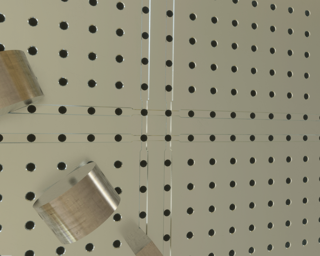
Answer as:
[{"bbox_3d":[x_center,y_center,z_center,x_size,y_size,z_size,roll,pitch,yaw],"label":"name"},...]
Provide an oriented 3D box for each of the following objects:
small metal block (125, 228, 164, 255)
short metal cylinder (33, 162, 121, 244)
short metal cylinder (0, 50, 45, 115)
[{"bbox_3d":[-0.014,0.162,0.394,0.025,0.050,0.050,-37,102,-16],"label":"small metal block"},{"bbox_3d":[-0.092,0.082,0.349,0.080,0.080,0.050,-36,102,-16],"label":"short metal cylinder"},{"bbox_3d":[-0.170,-0.041,0.321,0.081,0.080,0.050,-25,99,-18],"label":"short metal cylinder"}]
